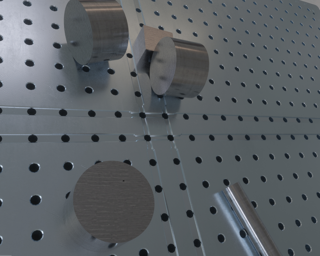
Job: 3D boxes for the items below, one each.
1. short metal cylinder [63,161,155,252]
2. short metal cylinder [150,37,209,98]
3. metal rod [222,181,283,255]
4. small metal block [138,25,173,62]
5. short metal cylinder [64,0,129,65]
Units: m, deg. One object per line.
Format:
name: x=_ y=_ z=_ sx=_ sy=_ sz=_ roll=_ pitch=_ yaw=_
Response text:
short metal cylinder: x=-0.053 y=0.080 z=0.315 sx=0.081 sy=0.050 sz=0.080 roll=14 pitch=56 yaw=-21
short metal cylinder: x=0.025 y=-0.084 z=0.438 sx=0.050 sy=0.080 sz=0.080 roll=3 pitch=60 yaw=-27
metal rod: x=0.162 y=0.203 z=0.371 sx=0.025 sy=0.025 sz=0.299 roll=-17 pitch=71 yaw=-35
small metal block: x=-0.006 y=-0.128 z=0.483 sx=0.050 sy=0.025 sz=0.050 roll=8 pitch=58 yaw=-24
short metal cylinder: x=-0.084 y=-0.126 z=0.405 sx=0.050 sy=0.080 sz=0.080 roll=-18 pitch=72 yaw=-35
